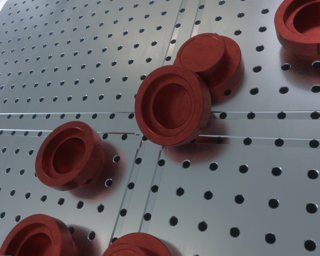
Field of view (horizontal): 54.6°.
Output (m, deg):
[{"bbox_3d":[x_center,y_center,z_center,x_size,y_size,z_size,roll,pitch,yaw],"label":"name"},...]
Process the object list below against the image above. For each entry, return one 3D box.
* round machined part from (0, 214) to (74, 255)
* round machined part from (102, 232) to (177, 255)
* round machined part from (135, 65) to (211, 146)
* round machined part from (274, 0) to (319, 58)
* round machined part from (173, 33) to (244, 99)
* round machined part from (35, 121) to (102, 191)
[{"bbox_3d":[-0.146,0.159,0.378,0.098,0.042,0.098,-13,56,21],"label":"round machined part"},{"bbox_3d":[-0.029,0.157,0.317,0.098,0.042,0.098,-13,56,21],"label":"round machined part"},{"bbox_3d":[0.019,-0.026,0.388,0.098,0.042,0.098,-2,86,33],"label":"round machined part"},{"bbox_3d":[0.192,-0.125,0.373,0.098,0.042,0.098,-13,56,21],"label":"round machined part"},{"bbox_3d":[0.061,-0.090,0.421,0.098,0.042,0.098,-13,56,21],"label":"round machined part"},{"bbox_3d":[-0.122,0.042,0.437,0.098,0.042,0.098,-13,56,21],"label":"round machined part"}]
